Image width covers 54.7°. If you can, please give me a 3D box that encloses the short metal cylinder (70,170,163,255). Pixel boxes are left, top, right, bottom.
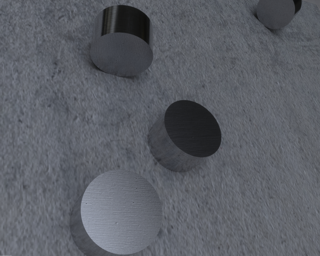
[{"bbox_3d":[-0.045,0.088,0.311,0.081,0.050,0.080,14,56,-21],"label":"short metal cylinder"}]

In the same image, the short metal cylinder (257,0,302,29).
[{"bbox_3d":[0.258,-0.262,0.671,0.080,0.080,0.050,44,51,2],"label":"short metal cylinder"}]

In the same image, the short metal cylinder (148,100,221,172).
[{"bbox_3d":[0.031,0.011,0.400,0.081,0.050,0.080,14,56,-21],"label":"short metal cylinder"}]

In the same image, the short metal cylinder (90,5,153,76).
[{"bbox_3d":[-0.050,-0.114,0.413,0.081,0.080,0.050,13,57,-22],"label":"short metal cylinder"}]
